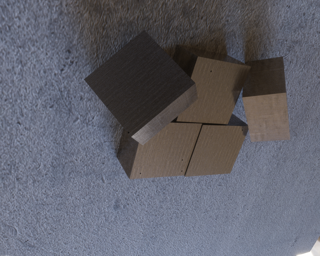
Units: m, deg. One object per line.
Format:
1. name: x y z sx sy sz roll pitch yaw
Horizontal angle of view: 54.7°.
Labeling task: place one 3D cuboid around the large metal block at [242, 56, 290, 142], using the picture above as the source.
1. large metal block: 0.146 -0.039 0.423 0.050 0.080 0.080 -5 132 23

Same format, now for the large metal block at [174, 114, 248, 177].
1. large metal block: 0.068 0.020 0.441 0.081 0.050 0.079 1 118 -30

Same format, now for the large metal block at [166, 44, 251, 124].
1. large metal block: 0.055 -0.053 0.391 0.081 0.050 0.079 3 117 -30

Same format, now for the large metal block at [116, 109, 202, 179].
1. large metal block: -0.003 0.017 0.402 0.081 0.050 0.079 1 118 -30

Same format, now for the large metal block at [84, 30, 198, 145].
1. large metal block: -0.018 -0.041 0.330 0.080 0.080 0.050 -40 164 -1
